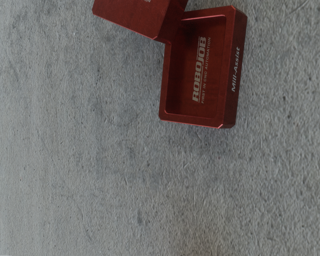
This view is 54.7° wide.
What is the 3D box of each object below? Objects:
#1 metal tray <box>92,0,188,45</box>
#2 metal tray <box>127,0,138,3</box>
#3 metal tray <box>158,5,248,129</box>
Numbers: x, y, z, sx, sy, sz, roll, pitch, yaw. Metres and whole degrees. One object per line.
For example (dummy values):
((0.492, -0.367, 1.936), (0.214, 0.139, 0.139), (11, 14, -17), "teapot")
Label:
((-0.025, -0.167, 0.382), (0.130, 0.030, 0.089), (33, 110, 35), "metal tray")
((-0.020, -0.249, 0.418), (0.090, 0.030, 0.129), (-4, 88, 40), "metal tray")
((0.047, -0.068, 0.362), (0.090, 0.030, 0.129), (9, 96, 39), "metal tray")
